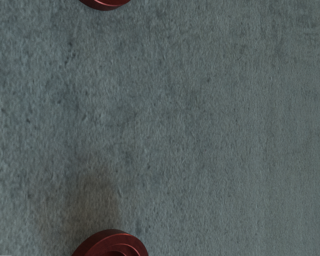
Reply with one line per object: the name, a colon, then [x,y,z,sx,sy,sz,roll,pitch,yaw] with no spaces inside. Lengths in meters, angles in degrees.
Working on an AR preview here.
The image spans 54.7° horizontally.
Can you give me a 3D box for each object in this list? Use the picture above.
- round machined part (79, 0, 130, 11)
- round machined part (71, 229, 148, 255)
round machined part: [-0.061,-0.186,0.344,0.099,0.042,0.097,0,90,-40]
round machined part: [-0.063,0.162,0.343,0.099,0.042,0.097,0,90,-40]
